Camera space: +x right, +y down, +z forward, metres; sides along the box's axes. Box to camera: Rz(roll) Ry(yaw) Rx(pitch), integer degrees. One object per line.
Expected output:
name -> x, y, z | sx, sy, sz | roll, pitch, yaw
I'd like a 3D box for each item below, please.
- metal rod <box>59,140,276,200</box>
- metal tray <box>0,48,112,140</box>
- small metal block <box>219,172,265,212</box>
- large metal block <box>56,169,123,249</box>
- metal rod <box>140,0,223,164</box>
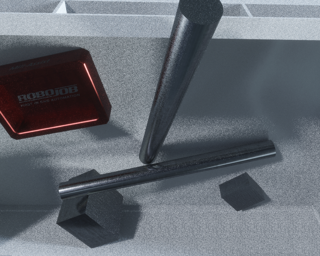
metal rod -> 0.010, 0.059, 0.436 | 0.302, 0.025, 0.025 | -12, 130, 0
metal tray -> -0.135, -0.037, 0.372 | 0.131, 0.030, 0.090 | -10, 130, 8
small metal block -> 0.132, 0.104, 0.500 | 0.050, 0.025, 0.050 | -32, 124, 24
large metal block -> -0.103, 0.125, 0.478 | 0.050, 0.080, 0.080 | -23, 127, 18
metal rod -> 0.002, -0.013, 0.309 | 0.025, 0.025, 0.299 | 6, 158, -6
